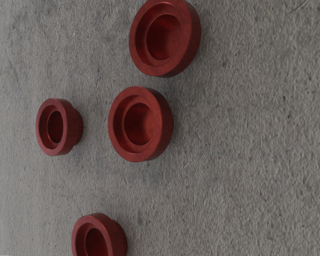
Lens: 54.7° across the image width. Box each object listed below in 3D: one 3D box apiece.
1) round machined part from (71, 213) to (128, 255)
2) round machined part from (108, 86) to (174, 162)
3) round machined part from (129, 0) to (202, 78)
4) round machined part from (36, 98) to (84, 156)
[{"bbox_3d":[-0.087,0.176,0.466,0.098,0.042,0.097,0,90,40],"label":"round machined part"},{"bbox_3d":[-0.021,-0.005,0.411,0.098,0.042,0.097,0,90,40],"label":"round machined part"},{"bbox_3d":[0.010,-0.111,0.385,0.098,0.042,0.097,0,90,40],"label":"round machined part"},{"bbox_3d":[-0.170,-0.001,0.535,0.098,0.042,0.097,0,90,40],"label":"round machined part"}]
